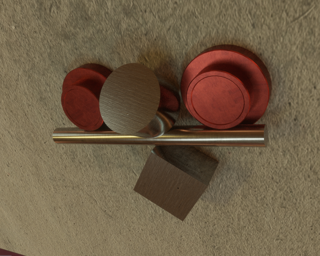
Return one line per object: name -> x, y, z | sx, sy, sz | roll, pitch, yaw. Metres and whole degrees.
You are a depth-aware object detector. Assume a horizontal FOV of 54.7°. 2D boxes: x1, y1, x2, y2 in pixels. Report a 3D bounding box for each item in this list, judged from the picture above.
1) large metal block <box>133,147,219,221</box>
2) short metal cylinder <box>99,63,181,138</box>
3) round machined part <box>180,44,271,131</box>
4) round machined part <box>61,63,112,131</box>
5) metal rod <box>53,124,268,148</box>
large metal block -> 0.020, 0.066, 0.419 | 0.080, 0.050, 0.079 | 31, 128, 8
short metal cylinder -> -0.023, -0.030, 0.362 | 0.080, 0.050, 0.080 | -4, 81, 28
round machined part -> 0.068, -0.037, 0.339 | 0.098, 0.042, 0.097 | 13, 124, 21
round machined part -> -0.095, -0.035, 0.425 | 0.098, 0.042, 0.097 | 13, 124, 21
metal rod -> -0.020, 0.010, 0.398 | 0.300, 0.025, 0.025 | -1, 118, 28
